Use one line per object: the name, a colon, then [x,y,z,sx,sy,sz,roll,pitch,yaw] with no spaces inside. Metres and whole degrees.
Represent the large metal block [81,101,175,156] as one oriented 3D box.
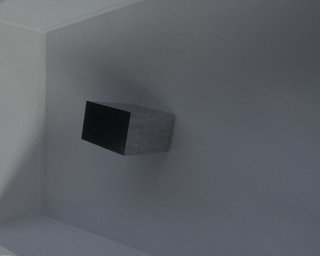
large metal block: [-0.041,-0.002,0.399,0.080,0.081,0.050,16,100,38]
